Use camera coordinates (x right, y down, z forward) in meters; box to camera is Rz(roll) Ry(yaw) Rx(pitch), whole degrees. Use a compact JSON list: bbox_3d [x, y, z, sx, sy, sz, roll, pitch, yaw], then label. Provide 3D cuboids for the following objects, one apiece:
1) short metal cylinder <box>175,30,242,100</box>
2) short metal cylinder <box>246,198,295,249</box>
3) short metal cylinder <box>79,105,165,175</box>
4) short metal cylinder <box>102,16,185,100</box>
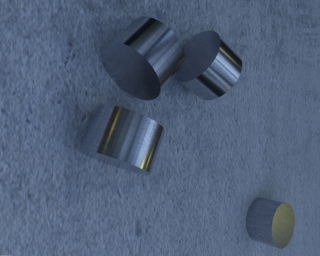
[{"bbox_3d":[0.064,-0.085,0.425,0.050,0.080,0.080,32,70,-36],"label":"short metal cylinder"},{"bbox_3d":[0.201,0.170,0.561,0.081,0.050,0.079,0,90,-40],"label":"short metal cylinder"},{"bbox_3d":[-0.040,0.014,0.337,0.080,0.080,0.050,30,72,-37],"label":"short metal cylinder"},{"bbox_3d":[-0.019,-0.078,0.355,0.050,0.080,0.080,-52,121,-28],"label":"short metal cylinder"}]
